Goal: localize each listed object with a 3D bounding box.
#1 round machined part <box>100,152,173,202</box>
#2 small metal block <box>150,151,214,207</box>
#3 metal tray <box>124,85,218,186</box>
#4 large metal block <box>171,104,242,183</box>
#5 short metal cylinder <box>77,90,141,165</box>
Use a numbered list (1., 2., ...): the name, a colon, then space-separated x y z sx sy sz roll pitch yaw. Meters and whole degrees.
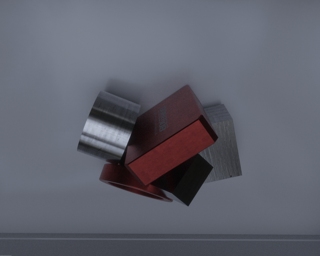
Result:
1. round machined part: -0.025 0.062 0.403 0.099 0.098 0.042 19 74 -8
2. small metal block: 0.023 0.053 0.344 0.025 0.050 0.050 43 73 -21
3. metal tray: 0.009 0.001 0.354 0.090 0.130 0.030 -33 108 11
4. large metal block: 0.054 0.023 0.398 0.080 0.050 0.080 -13 114 4
5. short metal cylinder: -0.062 0.000 0.379 0.050 0.080 0.079 21 109 -8
